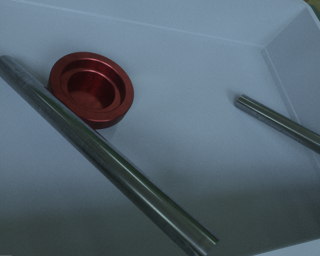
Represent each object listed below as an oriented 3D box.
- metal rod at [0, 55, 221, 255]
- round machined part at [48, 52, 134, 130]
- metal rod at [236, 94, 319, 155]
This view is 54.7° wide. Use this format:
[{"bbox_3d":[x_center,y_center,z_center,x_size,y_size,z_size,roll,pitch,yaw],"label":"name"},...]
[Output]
[{"bbox_3d":[-0.071,0.010,0.292,0.300,0.025,0.025,37,47,25],"label":"metal rod"},{"bbox_3d":[-0.085,-0.040,0.375,0.099,0.042,0.098,14,56,-21],"label":"round machined part"},{"bbox_3d":[0.240,0.031,0.438,0.300,0.025,0.025,35,46,28],"label":"metal rod"}]
